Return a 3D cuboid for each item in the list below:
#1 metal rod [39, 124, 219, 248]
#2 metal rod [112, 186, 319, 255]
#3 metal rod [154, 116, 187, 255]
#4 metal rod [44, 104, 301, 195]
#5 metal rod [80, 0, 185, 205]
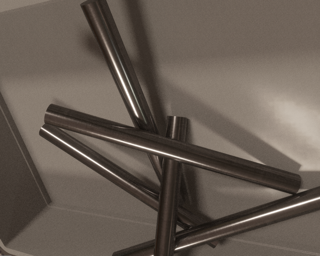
[{"bbox_3d":[-0.048,0.077,0.447,0.301,0.025,0.025,31,128,10],"label":"metal rod"},{"bbox_3d":[0.070,0.131,0.394,0.300,0.025,0.025,-24,106,17],"label":"metal rod"},{"bbox_3d":[0.007,0.134,0.389,0.025,0.025,0.298,5,89,25],"label":"metal rod"},{"bbox_3d":[0.015,0.025,0.364,0.302,0.025,0.025,16,127,-1],"label":"metal rod"},{"bbox_3d":[-0.020,-0.007,0.380,0.025,0.025,0.299,-1,129,28],"label":"metal rod"}]
